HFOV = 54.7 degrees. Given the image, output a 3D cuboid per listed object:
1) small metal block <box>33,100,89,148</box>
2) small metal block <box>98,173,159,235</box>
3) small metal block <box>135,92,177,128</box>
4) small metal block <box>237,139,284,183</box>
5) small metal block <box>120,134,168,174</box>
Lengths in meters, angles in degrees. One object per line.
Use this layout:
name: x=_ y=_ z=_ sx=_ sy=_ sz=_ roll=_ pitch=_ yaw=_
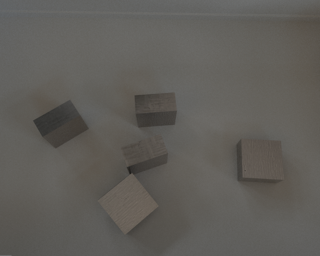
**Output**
small metal block: x=-0.125 y=-0.004 z=0.396 sx=0.050 sy=0.050 sz=0.025 roll=-32 pitch=74 yaw=-11
small metal block: x=-0.038 y=0.089 z=0.371 sx=0.050 sy=0.025 sz=0.050 roll=-38 pitch=89 yaw=-13
small metal block: x=-0.006 y=-0.023 z=0.405 sx=0.050 sy=0.050 sz=0.025 roll=-5 pitch=70 yaw=-2
small metal block: x=0.127 y=0.042 z=0.396 sx=0.050 sy=0.025 sz=0.050 roll=3 pitch=70 yaw=1
small metal block: x=-0.019 y=0.034 z=0.384 sx=0.050 sy=0.050 sz=0.025 roll=-18 pitch=71 yaw=-7
